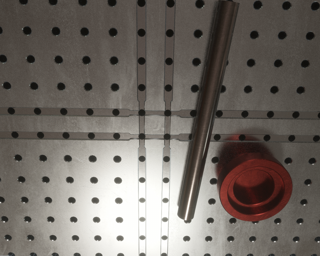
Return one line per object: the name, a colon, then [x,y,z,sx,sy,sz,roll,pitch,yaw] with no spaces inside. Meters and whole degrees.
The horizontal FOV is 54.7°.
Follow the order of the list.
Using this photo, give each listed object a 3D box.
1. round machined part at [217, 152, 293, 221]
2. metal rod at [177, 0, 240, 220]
round machined part: [0.129,0.078,0.435,0.099,0.042,0.097,0,110,-1]
metal rod: [0.059,-0.008,0.411,0.025,0.025,0.298,7,110,-3]
